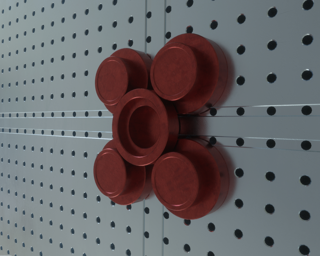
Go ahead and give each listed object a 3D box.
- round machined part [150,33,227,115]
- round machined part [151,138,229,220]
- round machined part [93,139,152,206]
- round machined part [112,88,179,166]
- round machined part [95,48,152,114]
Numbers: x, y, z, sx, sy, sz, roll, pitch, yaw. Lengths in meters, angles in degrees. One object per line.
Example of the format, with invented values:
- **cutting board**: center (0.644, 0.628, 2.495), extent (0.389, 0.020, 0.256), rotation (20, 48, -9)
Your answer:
- **round machined part**: center (0.027, -0.065, 0.374), extent (0.098, 0.042, 0.097), rotation (0, 90, 39)
- **round machined part**: center (0.028, 0.061, 0.372), extent (0.098, 0.042, 0.097), rotation (0, 90, 39)
- **round machined part**: center (-0.058, 0.062, 0.444), extent (0.098, 0.042, 0.097), rotation (0, 90, 39)
- **round machined part**: center (-0.014, -0.001, 0.406), extent (0.098, 0.042, 0.097), rotation (0, 90, 39)
- **round machined part**: center (-0.055, -0.065, 0.440), extent (0.098, 0.042, 0.097), rotation (0, 90, 39)
